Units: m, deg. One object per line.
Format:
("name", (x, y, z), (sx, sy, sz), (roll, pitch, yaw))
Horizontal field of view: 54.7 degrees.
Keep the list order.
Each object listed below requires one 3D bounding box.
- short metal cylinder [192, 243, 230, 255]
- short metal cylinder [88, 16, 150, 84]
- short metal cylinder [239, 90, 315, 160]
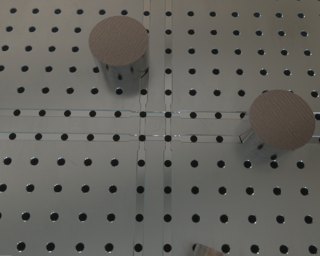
("short metal cylinder", (0.068, 0.161, 0.324), (0.080, 0.080, 0.050), (22, 72, 7))
("short metal cylinder", (-0.055, -0.110, 0.438), (0.081, 0.050, 0.080), (0, 70, 0))
("short metal cylinder", (0.149, -0.003, 0.401), (0.081, 0.050, 0.080), (0, 70, 0))
